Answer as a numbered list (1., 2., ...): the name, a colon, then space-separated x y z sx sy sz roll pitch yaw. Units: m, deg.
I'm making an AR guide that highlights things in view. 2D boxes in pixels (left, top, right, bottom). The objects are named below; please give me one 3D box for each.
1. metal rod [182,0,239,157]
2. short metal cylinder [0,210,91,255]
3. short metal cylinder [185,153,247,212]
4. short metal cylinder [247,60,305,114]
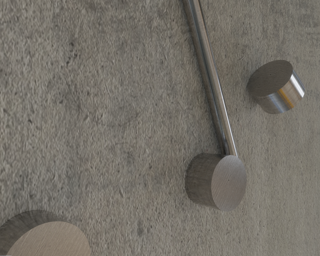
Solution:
1. metal rod: 0.073 -0.087 0.465 0.025 0.025 0.298 -27 107 -37
2. short metal cylinder: -0.114 0.123 0.293 0.081 0.050 0.079 0 90 -40
3. short metal cylinder: 0.083 0.078 0.458 0.081 0.050 0.079 0 90 -40
4. short metal cylinder: 0.200 -0.071 0.537 0.050 0.080 0.080 42 65 -32
